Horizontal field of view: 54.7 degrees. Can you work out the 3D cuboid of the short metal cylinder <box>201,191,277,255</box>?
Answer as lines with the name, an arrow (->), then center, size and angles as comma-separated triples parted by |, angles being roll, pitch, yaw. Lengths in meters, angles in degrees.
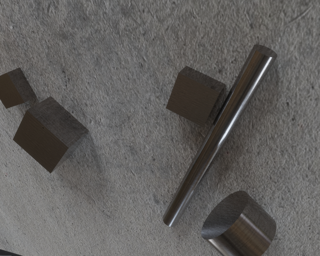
short metal cylinder -> 0.100, 0.127, 0.397 | 0.050, 0.080, 0.080 | 44, 129, -3

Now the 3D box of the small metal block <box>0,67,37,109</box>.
small metal block -> -0.232, -0.062, 0.488 | 0.050, 0.025, 0.050 | -11, 113, 32

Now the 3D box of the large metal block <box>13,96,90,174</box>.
large metal block -> -0.171, 0.012, 0.486 | 0.080, 0.050, 0.080 | 43, 129, -2

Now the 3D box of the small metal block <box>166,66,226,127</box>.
small metal block -> 0.041, -0.037, 0.362 | 0.050, 0.025, 0.050 | 28, 128, 10

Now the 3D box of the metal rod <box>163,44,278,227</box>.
metal rod -> 0.060, 0.034, 0.395 | 0.025, 0.025, 0.298 | 29, 128, 9
